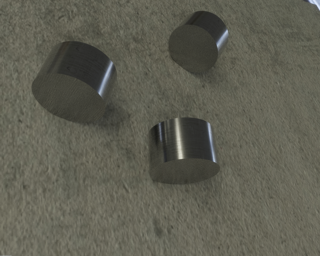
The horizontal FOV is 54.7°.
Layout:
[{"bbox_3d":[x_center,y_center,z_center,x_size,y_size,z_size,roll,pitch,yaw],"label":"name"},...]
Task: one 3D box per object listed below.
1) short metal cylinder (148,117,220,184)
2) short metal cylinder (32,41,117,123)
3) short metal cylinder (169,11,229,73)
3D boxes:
[{"bbox_3d":[0.027,0.029,0.367,0.081,0.080,0.050,10,58,-23],"label":"short metal cylinder"},{"bbox_3d":[-0.094,-0.050,0.349,0.080,0.080,0.050,23,53,-15],"label":"short metal cylinder"},{"bbox_3d":[0.061,-0.135,0.485,0.080,0.080,0.050,38,51,-4],"label":"short metal cylinder"}]
